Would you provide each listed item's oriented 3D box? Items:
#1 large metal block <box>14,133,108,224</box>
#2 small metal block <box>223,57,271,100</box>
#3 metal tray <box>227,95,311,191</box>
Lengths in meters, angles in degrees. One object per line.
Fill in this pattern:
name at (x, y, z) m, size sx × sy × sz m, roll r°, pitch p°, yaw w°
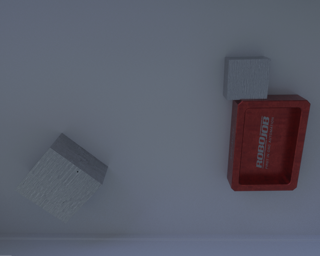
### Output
large metal block at (-0.131, 0.068, 0.421) m, size 0.080 × 0.050 × 0.080 m, roll 39°, pitch 105°, yaw -14°
small metal block at (0.108, -0.063, 0.390) m, size 0.050 × 0.025 × 0.050 m, roll -1°, pitch 110°, yaw 0°
metal tray at (0.143, 0.022, 0.418) m, size 0.091 × 0.030 × 0.129 m, roll -1°, pitch 110°, yaw -1°
